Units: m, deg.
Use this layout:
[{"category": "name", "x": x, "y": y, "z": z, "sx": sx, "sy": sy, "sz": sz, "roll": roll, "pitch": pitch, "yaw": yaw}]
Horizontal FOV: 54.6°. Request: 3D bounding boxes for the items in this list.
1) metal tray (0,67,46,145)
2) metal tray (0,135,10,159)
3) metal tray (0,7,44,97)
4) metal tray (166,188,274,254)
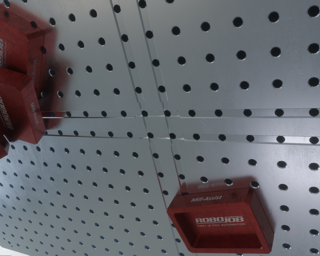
[{"category": "metal tray", "x": -0.236, "y": -0.035, "z": 0.482, "sx": 0.090, "sy": 0.030, "sz": 0.129, "roll": 16, "pitch": 140, "yaw": 5}, {"category": "metal tray", "x": -0.296, "y": 0.007, "z": 0.526, "sx": 0.090, "sy": 0.030, "sz": 0.130, "roll": 62, "pitch": 161, "yaw": -16}, {"category": "metal tray", "x": -0.225, "y": -0.103, "z": 0.464, "sx": 0.090, "sy": 0.030, "sz": 0.129, "roll": 31, "pitch": 128, "yaw": 8}, {"category": "metal tray", "x": 0.085, "y": 0.137, "z": 0.448, "sx": 0.130, "sy": 0.030, "sz": 0.090, "roll": -15, "pitch": 111, "yaw": 34}]
